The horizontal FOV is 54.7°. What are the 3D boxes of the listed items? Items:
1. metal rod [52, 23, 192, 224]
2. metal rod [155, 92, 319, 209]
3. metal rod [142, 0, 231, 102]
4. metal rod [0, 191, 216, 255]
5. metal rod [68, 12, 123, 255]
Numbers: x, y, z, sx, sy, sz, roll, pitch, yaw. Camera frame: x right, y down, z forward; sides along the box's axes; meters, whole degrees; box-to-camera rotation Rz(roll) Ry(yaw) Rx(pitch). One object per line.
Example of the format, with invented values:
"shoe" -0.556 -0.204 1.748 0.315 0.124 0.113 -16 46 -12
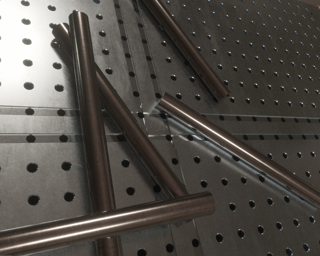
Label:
"metal rod" -0.047 -0.013 0.391 0.025 0.025 0.299 -28 78 -38
"metal rod" 0.127 0.038 0.455 0.301 0.025 0.025 32 52 -8
"metal rod" 0.020 -0.169 0.524 0.025 0.025 0.299 -26 76 -37
"metal rod" -0.087 0.094 0.276 0.303 0.025 0.025 -6 64 -21
"metal rod" -0.076 -0.004 0.351 0.025 0.025 0.299 -1 68 -29
